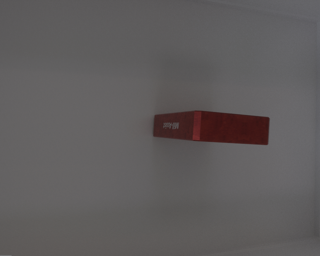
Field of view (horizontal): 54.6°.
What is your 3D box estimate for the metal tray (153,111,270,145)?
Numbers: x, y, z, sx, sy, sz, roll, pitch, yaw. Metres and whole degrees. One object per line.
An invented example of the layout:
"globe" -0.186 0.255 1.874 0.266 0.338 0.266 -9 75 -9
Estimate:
"metal tray" 0.055 0.000 0.375 0.091 0.130 0.030 4 89 -20
